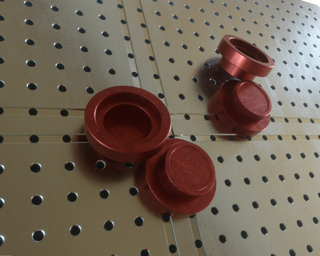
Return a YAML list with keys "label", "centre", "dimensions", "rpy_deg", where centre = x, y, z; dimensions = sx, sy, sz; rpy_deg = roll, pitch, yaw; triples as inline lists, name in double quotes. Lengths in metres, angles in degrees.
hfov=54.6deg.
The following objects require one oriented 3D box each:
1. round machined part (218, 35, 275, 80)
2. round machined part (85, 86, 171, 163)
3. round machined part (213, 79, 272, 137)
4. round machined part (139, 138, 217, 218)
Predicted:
- label: "round machined part"
  centre: [0.141, -0.115, 0.530]
  dimensions: [0.099, 0.042, 0.098]
  rpy_deg: [20, 34, -14]
- label: "round machined part"
  centre: [-0.039, -0.001, 0.367]
  dimensions: [0.099, 0.042, 0.098]
  rpy_deg: [8, 52, -10]
- label: "round machined part"
  centre: [0.137, -0.038, 0.493]
  dimensions: [0.099, 0.042, 0.098]
  rpy_deg: [13, 56, -21]
- label: "round machined part"
  centre: [0.028, 0.055, 0.378]
  dimensions: [0.099, 0.042, 0.098]
  rpy_deg: [13, 56, -21]
